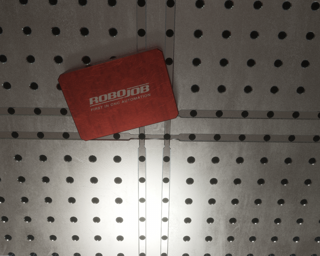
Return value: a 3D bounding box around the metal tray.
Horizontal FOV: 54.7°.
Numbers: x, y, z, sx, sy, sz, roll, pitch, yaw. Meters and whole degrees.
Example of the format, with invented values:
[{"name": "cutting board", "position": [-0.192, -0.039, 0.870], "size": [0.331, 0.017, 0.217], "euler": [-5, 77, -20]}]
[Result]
[{"name": "metal tray", "position": [-0.050, -0.043, 0.394], "size": [0.131, 0.030, 0.089], "euler": [-14, 110, 4]}]
